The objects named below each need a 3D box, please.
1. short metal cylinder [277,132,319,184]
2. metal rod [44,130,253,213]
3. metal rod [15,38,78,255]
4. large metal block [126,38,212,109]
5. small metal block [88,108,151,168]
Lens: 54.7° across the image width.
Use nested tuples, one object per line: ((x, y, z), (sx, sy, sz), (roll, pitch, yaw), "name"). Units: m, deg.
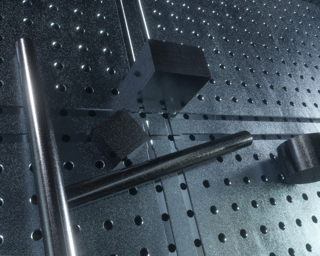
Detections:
((0.223, 0.047, 0.464), (0.081, 0.080, 0.050), (8, 58, -24), "short metal cylinder")
((0.008, 0.046, 0.384), (0.303, 0.025, 0.025), (-14, 69, -34), "metal rod")
((-0.116, 0.020, 0.308), (0.025, 0.025, 0.299), (-3, 56, -30), "metal rod")
((0.009, -0.069, 0.419), (0.081, 0.080, 0.050), (1, 61, -28), "large metal block")
((-0.049, 0.011, 0.375), (0.050, 0.025, 0.050), (48, 51, 5), "small metal block")
